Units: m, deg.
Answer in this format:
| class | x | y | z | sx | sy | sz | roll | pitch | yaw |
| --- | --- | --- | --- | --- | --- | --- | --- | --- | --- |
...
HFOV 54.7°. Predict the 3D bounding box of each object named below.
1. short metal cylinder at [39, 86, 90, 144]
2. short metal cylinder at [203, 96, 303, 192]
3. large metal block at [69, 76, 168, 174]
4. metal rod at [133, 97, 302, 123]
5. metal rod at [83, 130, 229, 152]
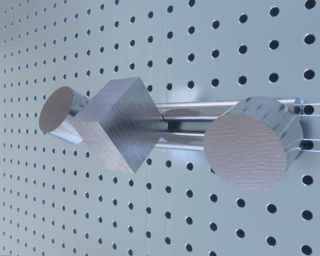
| class | x | y | z | sx | sy | sz | roll | pitch | yaw |
| --- | --- | --- | --- | --- | --- | --- | --- | --- | --- |
| short metal cylinder | -0.146 | -0.020 | 0.495 | 0.080 | 0.050 | 0.080 | -19 | 56 | 31 |
| short metal cylinder | 0.090 | 0.015 | 0.301 | 0.080 | 0.050 | 0.079 | 19 | 124 | 32 |
| large metal block | -0.045 | -0.004 | 0.372 | 0.050 | 0.080 | 0.080 | 1 | 133 | 40 |
| metal rod | 0.017 | -0.020 | 0.394 | 0.300 | 0.025 | 0.025 | 1 | 91 | 40 |
| metal rod | -0.040 | 0.014 | 0.441 | 0.300 | 0.025 | 0.025 | 1 | 91 | 40 |
